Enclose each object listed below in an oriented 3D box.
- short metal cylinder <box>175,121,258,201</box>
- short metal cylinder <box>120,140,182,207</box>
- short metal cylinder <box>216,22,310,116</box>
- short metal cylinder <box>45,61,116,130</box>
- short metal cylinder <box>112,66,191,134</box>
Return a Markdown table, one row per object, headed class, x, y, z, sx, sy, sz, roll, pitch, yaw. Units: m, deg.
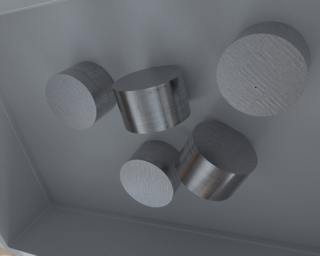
| class | x | y | z | sx | sy | sz | roll | pitch | yaw |
| --- | --- | --- | --- | --- | --- | --- | --- | --- | --- |
| short metal cylinder | 0.065 | 0.037 | 0.362 | 0.080 | 0.080 | 0.050 | 32 | 129 | 7 |
| short metal cylinder | -0.009 | 0.064 | 0.437 | 0.080 | 0.050 | 0.079 | 13 | 124 | 21 |
| short metal cylinder | 0.101 | -0.058 | 0.303 | 0.080 | 0.050 | 0.079 | 13 | 124 | 21 |
| short metal cylinder | -0.106 | -0.044 | 0.421 | 0.080 | 0.050 | 0.079 | 13 | 124 | 21 |
| short metal cylinder | -0.009 | -0.035 | 0.356 | 0.080 | 0.080 | 0.050 | 0 | 119 | 28 |
